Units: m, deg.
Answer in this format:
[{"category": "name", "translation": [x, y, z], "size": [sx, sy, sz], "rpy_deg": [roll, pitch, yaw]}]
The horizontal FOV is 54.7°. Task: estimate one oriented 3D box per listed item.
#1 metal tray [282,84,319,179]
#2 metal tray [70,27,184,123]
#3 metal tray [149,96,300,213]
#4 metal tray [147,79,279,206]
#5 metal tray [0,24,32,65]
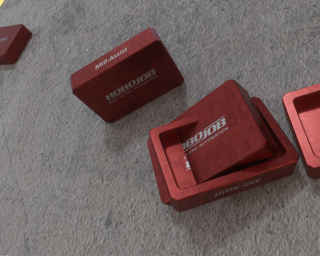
[{"category": "metal tray", "translation": [0.199, -0.010, 0.302], "size": [0.130, 0.030, 0.090], "rpy_deg": [-17, 55, 18]}, {"category": "metal tray", "translation": [-0.043, -0.067, 0.425], "size": [0.130, 0.090, 0.030], "rpy_deg": [-29, 52, 10]}, {"category": "metal tray", "translation": [0.063, 0.024, 0.328], "size": [0.131, 0.030, 0.090], "rpy_deg": [-18, 53, -4]}, {"category": "metal tray", "translation": [0.049, 0.019, 0.339], "size": [0.130, 0.030, 0.090], "rpy_deg": [-36, 49, 26]}, {"category": "metal tray", "translation": [-0.363, -0.188, 0.707], "size": [0.130, 0.030, 0.090], "rpy_deg": [4, 63, 30]}]
